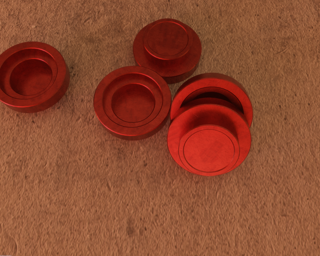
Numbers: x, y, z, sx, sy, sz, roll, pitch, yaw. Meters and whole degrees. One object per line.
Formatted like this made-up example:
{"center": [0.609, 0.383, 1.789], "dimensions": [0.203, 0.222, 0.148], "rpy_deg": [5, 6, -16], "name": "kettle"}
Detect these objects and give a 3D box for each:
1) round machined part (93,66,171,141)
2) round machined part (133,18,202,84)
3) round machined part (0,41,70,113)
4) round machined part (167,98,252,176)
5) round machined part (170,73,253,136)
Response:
{"center": [-0.035, -0.029, 0.409], "dimensions": [0.099, 0.042, 0.098], "rpy_deg": [0, 70, 0], "name": "round machined part"}
{"center": [0.011, -0.115, 0.441], "dimensions": [0.099, 0.042, 0.098], "rpy_deg": [0, 70, 0], "name": "round machined part"}
{"center": [-0.172, -0.065, 0.421], "dimensions": [0.099, 0.042, 0.098], "rpy_deg": [0, 70, 0], "name": "round machined part"}
{"center": [0.057, 0.017, 0.363], "dimensions": [0.099, 0.097, 0.042], "rpy_deg": [9, 28, 3], "name": "round machined part"}
{"center": [0.064, -0.023, 0.389], "dimensions": [0.099, 0.097, 0.042], "rpy_deg": [9, 27, 3], "name": "round machined part"}
